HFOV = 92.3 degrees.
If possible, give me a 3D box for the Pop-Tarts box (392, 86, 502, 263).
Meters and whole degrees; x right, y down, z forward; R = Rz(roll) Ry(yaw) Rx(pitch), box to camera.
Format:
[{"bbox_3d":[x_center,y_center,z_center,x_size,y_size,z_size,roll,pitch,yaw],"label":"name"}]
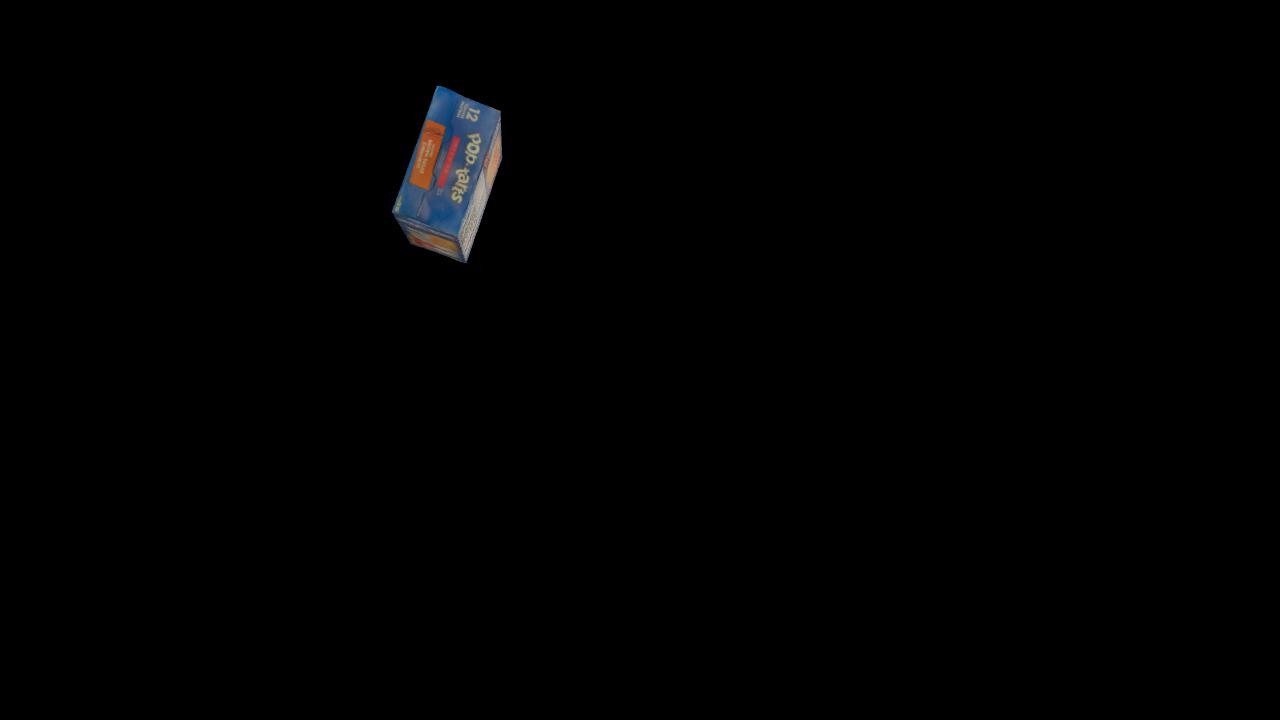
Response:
[{"bbox_3d":[-0.240,-0.229,0.787,0.083,0.167,0.141,17,-7,-10],"label":"Pop-Tarts box"}]
